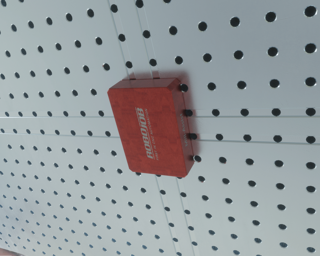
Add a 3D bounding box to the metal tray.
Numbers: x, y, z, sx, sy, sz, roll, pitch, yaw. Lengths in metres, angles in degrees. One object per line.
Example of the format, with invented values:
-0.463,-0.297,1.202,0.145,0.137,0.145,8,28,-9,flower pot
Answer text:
-0.010,0.001,0.412,0.090,0.030,0.129,2,120,27,metal tray
